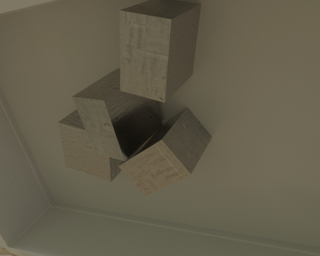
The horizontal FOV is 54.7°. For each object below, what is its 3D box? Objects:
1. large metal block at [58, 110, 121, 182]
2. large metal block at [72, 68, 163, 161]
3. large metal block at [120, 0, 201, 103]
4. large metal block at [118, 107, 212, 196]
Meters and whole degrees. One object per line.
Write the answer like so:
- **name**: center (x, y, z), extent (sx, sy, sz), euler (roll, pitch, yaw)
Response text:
- **large metal block**: center (-0.095, 0.023, 0.457), extent (0.080, 0.050, 0.079), euler (15, 125, 20)
- **large metal block**: center (-0.047, -0.019, 0.378), extent (0.050, 0.080, 0.080), euler (10, 127, 35)
- **large metal block**: center (0.001, -0.084, 0.321), extent (0.050, 0.080, 0.079), euler (17, 125, 19)
- **large metal block**: center (0.008, 0.029, 0.387), extent (0.080, 0.080, 0.050), euler (-33, 100, 38)
